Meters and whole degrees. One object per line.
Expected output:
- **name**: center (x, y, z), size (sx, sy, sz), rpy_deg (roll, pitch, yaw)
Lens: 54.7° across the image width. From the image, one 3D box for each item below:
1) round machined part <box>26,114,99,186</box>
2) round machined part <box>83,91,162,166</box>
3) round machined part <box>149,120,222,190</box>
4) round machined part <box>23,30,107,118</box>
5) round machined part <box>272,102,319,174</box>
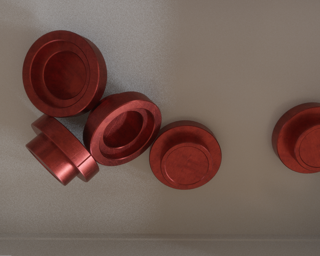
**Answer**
- **round machined part**: center (-0.124, 0.033, 0.380), size (0.042, 0.098, 0.098), rpy_deg (-45, 108, -22)
- **round machined part**: center (-0.050, -0.004, 0.383), size (0.099, 0.042, 0.097), rpy_deg (-26, 140, -24)
- **round machined part**: center (0.035, 0.042, 0.418), size (0.099, 0.042, 0.097), rpy_deg (0, 110, -1)
- **round machined part**: center (-0.107, -0.062, 0.366), size (0.098, 0.042, 0.097), rpy_deg (1, 94, 15)
- **round machined part**: center (0.205, 0.018, 0.412), size (0.099, 0.042, 0.097), rpy_deg (0, 110, -1)
